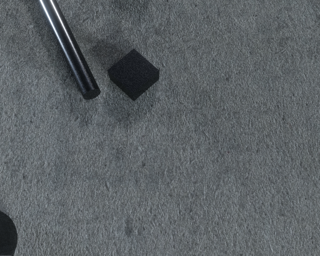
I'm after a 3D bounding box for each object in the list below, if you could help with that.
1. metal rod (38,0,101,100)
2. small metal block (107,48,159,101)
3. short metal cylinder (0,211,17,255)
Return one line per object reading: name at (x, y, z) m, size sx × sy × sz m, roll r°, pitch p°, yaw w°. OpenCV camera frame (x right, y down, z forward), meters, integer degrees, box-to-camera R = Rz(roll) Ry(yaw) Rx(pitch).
metal rod at (-0.160, -0.171, 0.468) m, size 0.025 × 0.025 × 0.299 m, roll -25°, pitch 72°, yaw -9°
small metal block at (-0.037, -0.075, 0.435) m, size 0.050 × 0.025 × 0.050 m, roll 43°, pitch 75°, yaw 14°
short metal cylinder at (-0.211, 0.129, 0.345) m, size 0.081 × 0.050 × 0.080 m, roll 0°, pitch 70°, yaw 0°
